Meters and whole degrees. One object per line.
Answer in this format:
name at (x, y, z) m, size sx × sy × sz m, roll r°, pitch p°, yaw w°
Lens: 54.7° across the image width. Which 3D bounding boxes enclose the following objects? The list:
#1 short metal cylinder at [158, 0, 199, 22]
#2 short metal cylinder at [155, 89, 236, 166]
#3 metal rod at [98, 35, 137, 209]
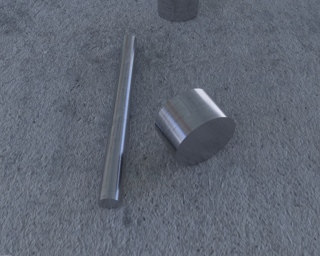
short metal cylinder at (0.035, -0.248, 0.595) m, size 0.081 × 0.050 × 0.080 m, roll 0°, pitch 50°, yaw 0°
short metal cylinder at (0.041, 0.000, 0.368) m, size 0.081 × 0.080 × 0.050 m, roll -22°, pitch 54°, yaw -17°
metal rod at (-0.053, -0.033, 0.430) m, size 0.025 × 0.025 × 0.300 m, roll 1°, pitch 50°, yaw 0°
